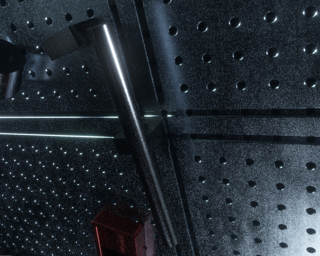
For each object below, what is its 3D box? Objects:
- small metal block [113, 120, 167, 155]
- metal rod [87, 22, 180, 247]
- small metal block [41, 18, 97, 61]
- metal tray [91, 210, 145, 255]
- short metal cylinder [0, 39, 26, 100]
[{"bbox_3d":[-0.026,0.012,0.415,0.050,0.050,0.025,-1,118,28],"label":"small metal block"},{"bbox_3d":[-0.023,0.027,0.374,0.025,0.025,0.298,-2,118,29],"label":"metal rod"},{"bbox_3d":[-0.107,-0.110,0.382,0.050,0.050,0.025,-14,111,33],"label":"small metal block"},{"bbox_3d":[-0.075,0.222,0.582,0.090,0.030,0.129,12,124,21],"label":"metal tray"},{"bbox_3d":[-0.241,-0.087,0.446,0.080,0.080,0.050,36,129,3],"label":"short metal cylinder"}]
